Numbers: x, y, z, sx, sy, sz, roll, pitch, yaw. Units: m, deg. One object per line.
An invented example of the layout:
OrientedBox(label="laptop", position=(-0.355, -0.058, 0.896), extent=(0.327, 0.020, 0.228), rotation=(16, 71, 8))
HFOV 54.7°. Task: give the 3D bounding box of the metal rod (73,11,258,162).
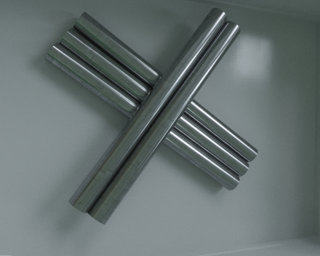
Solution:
OrientedBox(label="metal rod", position=(0.019, -0.045, 0.416), extent=(0.301, 0.025, 0.025), rotation=(36, 78, -17))

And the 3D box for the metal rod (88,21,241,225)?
OrientedBox(label="metal rod", position=(0.012, -0.016, 0.387), extent=(0.025, 0.025, 0.300), rotation=(39, 78, -16))

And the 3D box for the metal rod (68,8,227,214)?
OrientedBox(label="metal rod", position=(-0.007, -0.030, 0.379), extent=(0.025, 0.025, 0.300), rotation=(39, 78, -16))

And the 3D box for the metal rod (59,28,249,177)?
OrientedBox(label="metal rod", position=(0.004, -0.024, 0.410), extent=(0.301, 0.025, 0.025), rotation=(36, 79, -17))

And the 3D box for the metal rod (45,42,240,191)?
OrientedBox(label="metal rod", position=(-0.011, -0.005, 0.405), extent=(0.301, 0.025, 0.025), rotation=(36, 79, -17))
